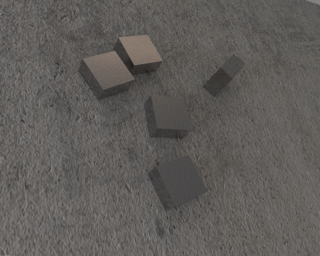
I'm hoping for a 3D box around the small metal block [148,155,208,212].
[{"bbox_3d":[0.021,0.066,0.375,0.050,0.025,0.050,-14,69,-34],"label":"small metal block"}]

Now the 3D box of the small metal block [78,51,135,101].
[{"bbox_3d":[-0.070,-0.070,0.408,0.050,0.025,0.050,-26,76,-37],"label":"small metal block"}]

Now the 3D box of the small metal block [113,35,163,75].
[{"bbox_3d":[-0.032,-0.107,0.451,0.050,0.025,0.050,-18,71,-35],"label":"small metal block"}]

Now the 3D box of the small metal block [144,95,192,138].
[{"bbox_3d":[0.010,-0.014,0.417,0.050,0.025,0.050,3,61,-27],"label":"small metal block"}]

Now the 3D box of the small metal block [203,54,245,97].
[{"bbox_3d":[0.102,-0.084,0.493,0.025,0.050,0.050,43,51,1],"label":"small metal block"}]
